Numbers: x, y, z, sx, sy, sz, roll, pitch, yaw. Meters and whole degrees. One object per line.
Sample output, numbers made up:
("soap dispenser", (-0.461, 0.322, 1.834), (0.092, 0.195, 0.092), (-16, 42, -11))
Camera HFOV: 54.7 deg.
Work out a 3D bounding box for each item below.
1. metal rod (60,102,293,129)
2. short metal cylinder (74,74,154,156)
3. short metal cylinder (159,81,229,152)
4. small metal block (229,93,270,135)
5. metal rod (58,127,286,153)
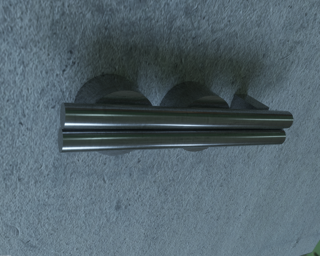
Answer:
("metal rod", (0.043, -0.011, 0.359), (0.303, 0.025, 0.025), (0, 119, -29))
("short metal cylinder", (-0.052, -0.015, 0.353), (0.081, 0.050, 0.079), (-14, 124, -21))
("short metal cylinder", (0.044, -0.016, 0.407), (0.081, 0.050, 0.079), (-14, 124, -21))
("small metal block", (0.124, -0.018, 0.451), (0.025, 0.050, 0.050), (-2, 119, -28))
("metal rod", (0.037, 0.011, 0.370), (0.303, 0.025, 0.025), (0, 119, -29))
